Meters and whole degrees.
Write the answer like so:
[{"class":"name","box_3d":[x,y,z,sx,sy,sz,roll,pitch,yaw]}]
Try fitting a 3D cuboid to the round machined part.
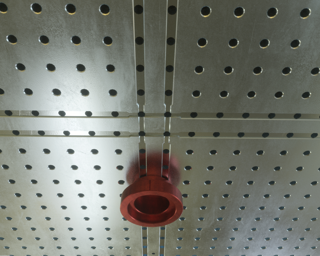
[{"class":"round machined part","box_3d":[-0.013,0.114,0.497,0.099,0.042,0.097,-1,130,0]}]
